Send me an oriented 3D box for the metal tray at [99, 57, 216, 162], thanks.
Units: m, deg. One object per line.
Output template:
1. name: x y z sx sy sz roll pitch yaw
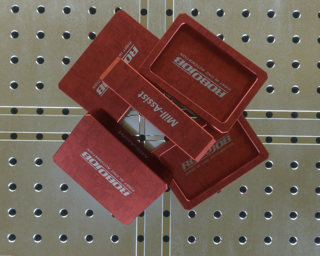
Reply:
1. metal tray: -0.002 -0.019 0.350 0.130 0.090 0.030 41 90 -1

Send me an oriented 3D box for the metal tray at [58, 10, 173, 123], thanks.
1. metal tray: -0.057 -0.076 0.409 0.090 0.030 0.130 39 90 -1

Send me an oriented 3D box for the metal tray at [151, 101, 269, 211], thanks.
1. metal tray: 0.063 0.035 0.410 0.130 0.030 0.090 -34 90 -1

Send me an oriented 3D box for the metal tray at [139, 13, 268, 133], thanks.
1. metal tray: 0.052 -0.065 0.381 0.130 0.030 0.090 36 90 -1

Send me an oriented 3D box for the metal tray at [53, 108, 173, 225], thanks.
1. metal tray: -0.060 0.050 0.391 0.130 0.030 0.090 42 115 -1
